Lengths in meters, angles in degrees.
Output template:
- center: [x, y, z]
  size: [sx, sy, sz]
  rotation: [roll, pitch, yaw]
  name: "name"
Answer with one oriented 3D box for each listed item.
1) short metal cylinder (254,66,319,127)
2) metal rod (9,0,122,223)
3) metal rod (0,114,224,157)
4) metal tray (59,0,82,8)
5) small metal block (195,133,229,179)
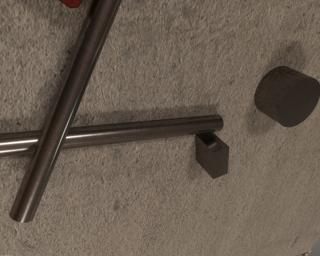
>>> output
- center: [0.192, -0.048, 0.469]
  size: [0.081, 0.050, 0.079]
  rotation: [-14, 125, -21]
  name: "short metal cylinder"
- center: [-0.089, -0.038, 0.312]
  size: [0.025, 0.025, 0.298]
  rotation: [18, 102, -36]
  name: "metal rod"
- center: [-0.051, 0.006, 0.384]
  size: [0.303, 0.025, 0.025]
  rotation: [-6, 121, -26]
  name: "metal rod"
- center: [-0.101, -0.171, 0.242]
  size: [0.131, 0.030, 0.090]
  rotation: [29, 102, -38]
  name: "metal tray"
- center: [0.076, 0.038, 0.458]
  size: [0.025, 0.050, 0.050]
  rotation: [-18, 126, -18]
  name: "small metal block"
